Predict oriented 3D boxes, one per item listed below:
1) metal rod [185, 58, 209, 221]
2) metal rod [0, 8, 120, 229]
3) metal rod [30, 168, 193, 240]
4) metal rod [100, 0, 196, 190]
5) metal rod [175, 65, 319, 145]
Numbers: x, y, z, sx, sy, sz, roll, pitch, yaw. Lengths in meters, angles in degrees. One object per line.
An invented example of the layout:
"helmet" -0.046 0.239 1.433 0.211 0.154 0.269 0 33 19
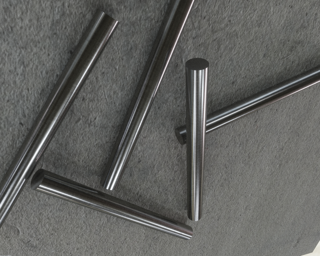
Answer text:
"metal rod" 0.049 0.040 0.429 0.025 0.025 0.298 -21 135 -16
"metal rod" -0.132 0.009 0.340 0.025 0.025 0.299 24 105 -37
"metal rod" -0.045 0.121 0.447 0.025 0.025 0.301 -49 132 7
"metal rod" -0.012 -0.054 0.366 0.025 0.025 0.298 11 113 -33
"metal rod" 0.161 -0.046 0.465 0.302 0.025 0.025 -24 127 -14
